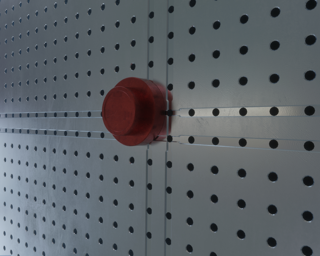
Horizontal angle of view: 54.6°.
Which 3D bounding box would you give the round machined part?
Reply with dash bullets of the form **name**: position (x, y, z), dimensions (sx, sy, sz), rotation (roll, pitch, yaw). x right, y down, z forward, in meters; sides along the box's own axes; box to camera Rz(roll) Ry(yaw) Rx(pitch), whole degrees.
- **round machined part**: position (-0.044, -0.023, 0.436), dimensions (0.098, 0.042, 0.097), rotation (0, 90, 40)
